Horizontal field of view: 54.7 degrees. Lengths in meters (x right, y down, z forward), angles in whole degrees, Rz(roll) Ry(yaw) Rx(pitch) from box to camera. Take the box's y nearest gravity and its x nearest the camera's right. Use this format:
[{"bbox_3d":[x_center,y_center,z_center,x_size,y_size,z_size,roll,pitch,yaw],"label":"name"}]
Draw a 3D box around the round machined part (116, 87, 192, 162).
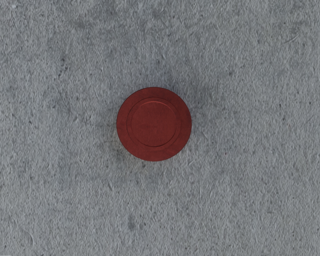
[{"bbox_3d":[-0.008,-0.005,0.402,0.099,0.042,0.097,0,90,-1],"label":"round machined part"}]
